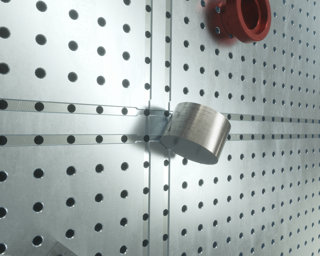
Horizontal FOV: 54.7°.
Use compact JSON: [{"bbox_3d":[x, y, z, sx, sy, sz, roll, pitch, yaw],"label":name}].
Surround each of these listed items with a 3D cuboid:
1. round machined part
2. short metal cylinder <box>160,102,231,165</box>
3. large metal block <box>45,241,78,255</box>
[{"bbox_3d":[0.139,-0.189,0.514,0.099,0.042,0.097,0,90,-40],"label":"round machined part"},{"bbox_3d":[0.048,0.008,0.413,0.080,0.080,0.050,39,67,-34],"label":"short metal cylinder"},{"bbox_3d":[-0.078,0.168,0.308,0.050,0.080,0.080,-50,120,-28],"label":"large metal block"}]
